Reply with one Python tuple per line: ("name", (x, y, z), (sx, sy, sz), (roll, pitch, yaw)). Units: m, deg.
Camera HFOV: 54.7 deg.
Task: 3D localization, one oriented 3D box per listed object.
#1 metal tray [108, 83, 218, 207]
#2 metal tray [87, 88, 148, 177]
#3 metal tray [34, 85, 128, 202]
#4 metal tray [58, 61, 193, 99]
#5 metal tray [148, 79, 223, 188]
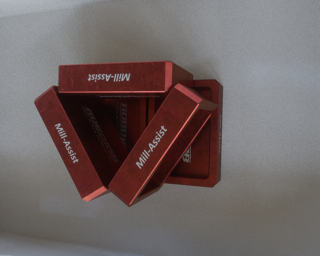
("metal tray", (0.007, 0.018, 0.339), (0.030, 0.090, 0.129), (37, 102, 16))
("metal tray", (-0.055, 0.003, 0.427), (0.090, 0.030, 0.129), (1, 89, 20))
("metal tray", (-0.083, 0.015, 0.371), (0.030, 0.090, 0.130), (-33, 80, 18))
("metal tray", (-0.036, -0.051, 0.354), (0.130, 0.090, 0.030), (2, 91, 20))
("metal tray", (0.031, 0.006, 0.396), (0.090, 0.030, 0.129), (1, 90, 20))
